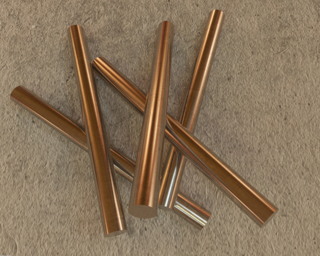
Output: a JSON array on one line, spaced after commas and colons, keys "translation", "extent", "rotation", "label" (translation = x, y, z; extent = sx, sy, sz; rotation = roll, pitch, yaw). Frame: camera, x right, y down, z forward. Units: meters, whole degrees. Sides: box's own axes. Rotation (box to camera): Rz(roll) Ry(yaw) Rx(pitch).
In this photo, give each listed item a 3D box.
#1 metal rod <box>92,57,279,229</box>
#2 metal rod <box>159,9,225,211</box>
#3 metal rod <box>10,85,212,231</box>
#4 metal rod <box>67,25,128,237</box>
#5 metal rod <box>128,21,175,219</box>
[{"translation": [0.008, -0.003, 0.366], "extent": [0.025, 0.025, 0.300], "rotation": [-39, 59, -13], "label": "metal rod"}, {"translation": [0.045, -0.041, 0.408], "extent": [0.025, 0.025, 0.300], "rotation": [15, 65, 5], "label": "metal rod"}, {"translation": [-0.070, 0.032, 0.395], "extent": [0.301, 0.025, 0.025], "rotation": [32, 73, 11], "label": "metal rod"}, {"translation": [-0.085, -0.017, 0.391], "extent": [0.025, 0.025, 0.299], "rotation": [-15, 63, -5], "label": "metal rod"}, {"translation": [-0.003, -0.039, 0.363], "extent": [0.025, 0.025, 0.300], "rotation": [5, 48, 2], "label": "metal rod"}]
